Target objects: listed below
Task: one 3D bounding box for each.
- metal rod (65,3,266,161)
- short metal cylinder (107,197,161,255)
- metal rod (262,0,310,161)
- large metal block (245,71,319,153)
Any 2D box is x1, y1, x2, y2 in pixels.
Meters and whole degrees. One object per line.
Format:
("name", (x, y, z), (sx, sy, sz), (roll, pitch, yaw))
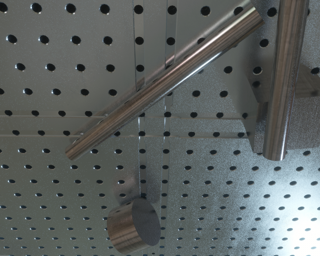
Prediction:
("metal rod", (-0.012, -0.040, 0.377), (0.299, 0.025, 0.025), (-34, 123, 25))
("short metal cylinder", (-0.042, 0.162, 0.513), (0.050, 0.080, 0.080), (-28, 125, 21))
("metal rod", (0.122, -0.100, 0.287), (0.025, 0.025, 0.298), (-3, 118, 2))
("large metal block", (0.153, -0.018, 0.382), (0.080, 0.050, 0.080), (-6, 130, 4))
